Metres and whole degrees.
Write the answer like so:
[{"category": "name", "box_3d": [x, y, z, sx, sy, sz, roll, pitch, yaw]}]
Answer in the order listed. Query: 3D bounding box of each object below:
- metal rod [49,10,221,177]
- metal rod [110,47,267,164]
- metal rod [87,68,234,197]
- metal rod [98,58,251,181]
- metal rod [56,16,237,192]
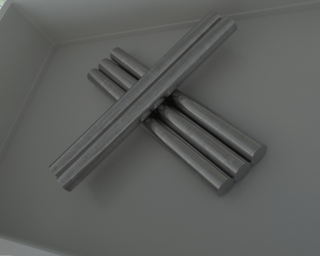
[{"category": "metal rod", "box_3d": [-0.030, -0.046, 0.416, 0.300, 0.025, 0.025, -44, 51, -3]}, {"category": "metal rod", "box_3d": [0.017, -0.047, 0.424, 0.025, 0.025, 0.300, -46, 51, -4]}, {"category": "metal rod", "box_3d": [-0.020, -0.012, 0.422, 0.025, 0.025, 0.300, -47, 51, -4]}, {"category": "metal rod", "box_3d": [-0.002, -0.029, 0.422, 0.025, 0.025, 0.300, -47, 51, -4]}, {"category": "metal rod", "box_3d": [-0.014, -0.033, 0.400, 0.300, 0.025, 0.025, -44, 51, -3]}]
